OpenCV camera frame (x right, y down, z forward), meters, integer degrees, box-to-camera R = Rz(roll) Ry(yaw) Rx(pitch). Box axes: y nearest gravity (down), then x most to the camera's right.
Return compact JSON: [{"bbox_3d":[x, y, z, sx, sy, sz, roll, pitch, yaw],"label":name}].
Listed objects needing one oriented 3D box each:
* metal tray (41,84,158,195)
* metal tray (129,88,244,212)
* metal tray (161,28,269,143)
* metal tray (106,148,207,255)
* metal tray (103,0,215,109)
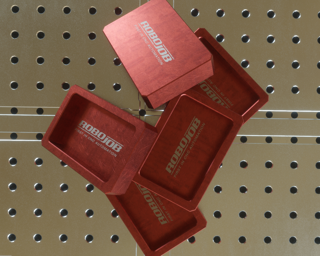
[{"bbox_3d":[-0.078,0.011,0.379,0.130,0.030,0.090,28,90,30],"label":"metal tray"},{"bbox_3d":[0.031,0.024,0.381,0.090,0.030,0.130,29,90,-1],"label":"metal tray"},{"bbox_3d":[0.066,-0.054,0.411,0.090,0.030,0.130,-43,91,0],"label":"metal tray"},{"bbox_3d":[-0.010,0.095,0.410,0.090,0.030,0.130,-33,90,-1],"label":"metal tray"},{"bbox_3d":[-0.005,-0.096,0.380,0.090,0.030,0.130,-30,60,-1],"label":"metal tray"}]
